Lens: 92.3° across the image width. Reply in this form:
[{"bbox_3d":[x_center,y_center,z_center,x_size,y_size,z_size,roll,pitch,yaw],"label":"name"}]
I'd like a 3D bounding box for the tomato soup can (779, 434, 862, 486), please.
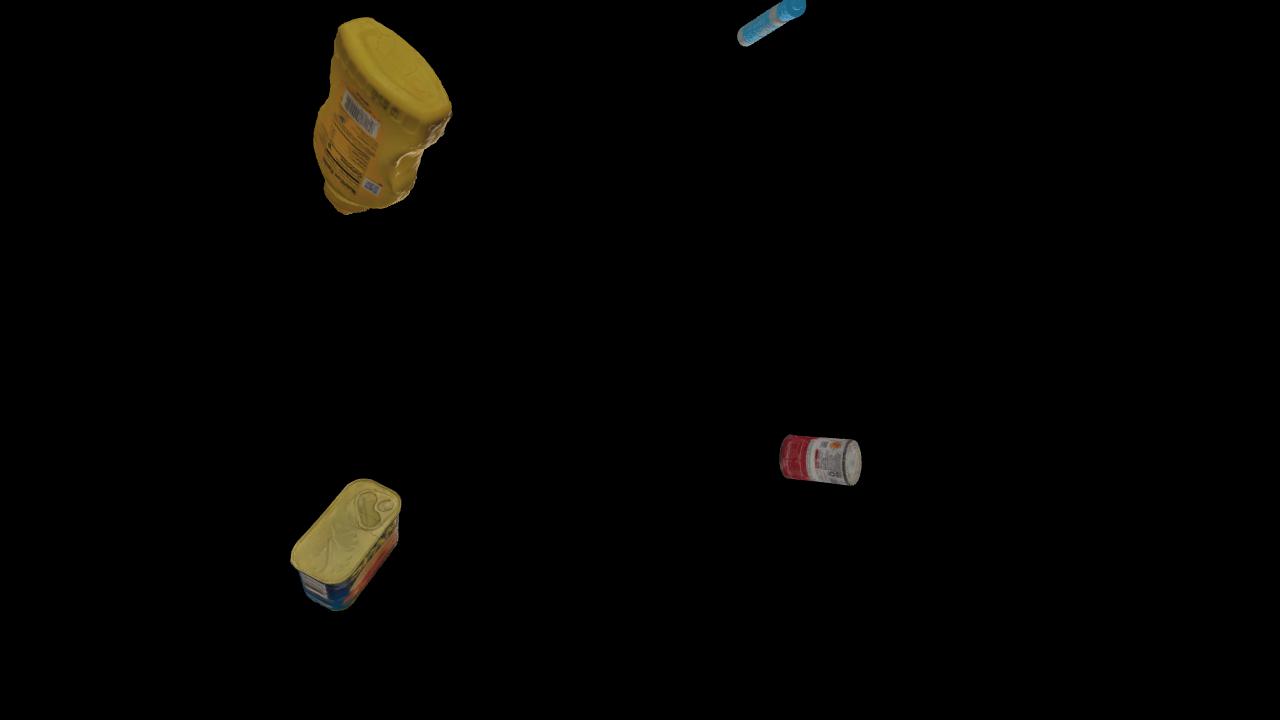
[{"bbox_3d":[0.267,0.147,0.908,0.101,0.068,0.068,-1,-1,40],"label":"tomato soup can"}]

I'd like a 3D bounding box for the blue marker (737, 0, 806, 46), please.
[{"bbox_3d":[0.117,-0.306,0.555,0.020,0.020,0.121,0,15,-12],"label":"blue marker"}]

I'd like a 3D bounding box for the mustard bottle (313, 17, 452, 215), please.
[{"bbox_3d":[-0.222,-0.174,0.501,0.184,0.092,0.054,-33,19,48],"label":"mustard bottle"}]

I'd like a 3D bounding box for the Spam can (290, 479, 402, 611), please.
[{"bbox_3d":[-0.279,0.179,0.593,0.058,0.101,0.085,28,-44,2],"label":"Spam can"}]
